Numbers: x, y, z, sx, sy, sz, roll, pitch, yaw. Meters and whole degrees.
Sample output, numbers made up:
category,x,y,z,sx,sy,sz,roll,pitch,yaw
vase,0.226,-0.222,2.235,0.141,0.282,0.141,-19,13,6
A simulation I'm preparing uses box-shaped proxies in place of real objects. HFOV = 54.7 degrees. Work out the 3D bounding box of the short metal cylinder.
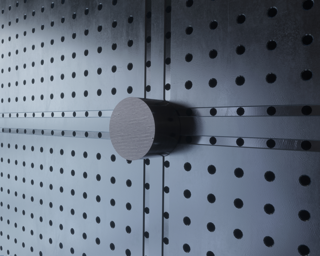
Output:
category,x,y,z,sx,sy,sz,roll,pitch,yaw
short metal cylinder,-0.021,0.001,0.407,0.080,0.050,0.079,0,90,39
